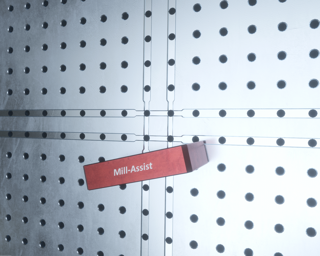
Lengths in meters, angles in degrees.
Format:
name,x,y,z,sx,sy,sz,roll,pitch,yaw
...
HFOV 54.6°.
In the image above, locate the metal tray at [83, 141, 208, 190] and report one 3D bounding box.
name,x,y,z,sx,sy,sz,roll,pitch,yaw
metal tray,-0.015,0.045,0.383,0.130,0.090,0.030,-13,86,19
